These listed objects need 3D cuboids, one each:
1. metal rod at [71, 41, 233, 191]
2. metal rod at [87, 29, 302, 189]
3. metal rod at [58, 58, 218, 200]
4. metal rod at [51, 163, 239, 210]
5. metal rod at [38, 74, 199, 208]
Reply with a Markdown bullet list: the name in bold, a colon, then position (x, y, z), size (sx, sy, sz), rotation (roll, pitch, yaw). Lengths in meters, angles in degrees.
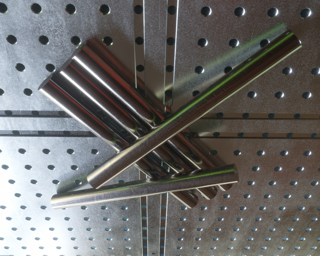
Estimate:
- **metal rod**: position (0.008, 0.001, 0.413), size (0.025, 0.025, 0.300), rotation (-33, 123, 24)
- **metal rod**: position (0.028, -0.012, 0.375), size (0.300, 0.025, 0.025), rotation (-36, 122, 16)
- **metal rod**: position (-0.012, 0.017, 0.425), size (0.025, 0.025, 0.300), rotation (-32, 124, 24)
- **metal rod**: position (-0.036, 0.091, 0.461), size (0.301, 0.025, 0.025), rotation (-13, 130, 21)
- **metal rod**: position (-0.041, 0.034, 0.440), size (0.025, 0.025, 0.300), rotation (-32, 124, 24)
